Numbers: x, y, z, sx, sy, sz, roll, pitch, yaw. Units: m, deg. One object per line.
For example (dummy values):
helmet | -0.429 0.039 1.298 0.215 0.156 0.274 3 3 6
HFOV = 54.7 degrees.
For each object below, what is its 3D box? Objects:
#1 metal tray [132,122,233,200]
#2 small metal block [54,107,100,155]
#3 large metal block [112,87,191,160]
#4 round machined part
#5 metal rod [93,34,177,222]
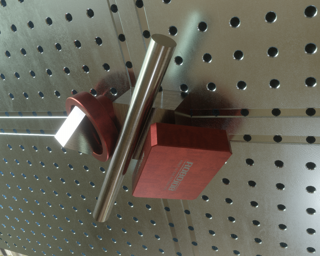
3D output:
metal tray | 0.020 0.047 0.382 0.091 0.030 0.129 6 143 -13
small metal block | -0.102 0.004 0.413 0.025 0.050 0.050 38 95 35
large metal block | -0.007 -0.003 0.395 0.080 0.050 0.079 9 122 23
round machined part | -0.083 -0.006 0.421 0.098 0.042 0.097 37 145 32
metal rod | -0.043 0.025 0.383 0.025 0.025 0.298 30 128 8
